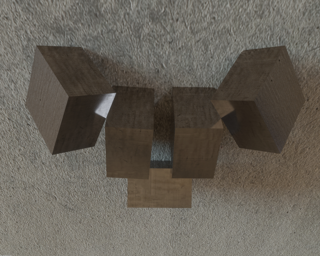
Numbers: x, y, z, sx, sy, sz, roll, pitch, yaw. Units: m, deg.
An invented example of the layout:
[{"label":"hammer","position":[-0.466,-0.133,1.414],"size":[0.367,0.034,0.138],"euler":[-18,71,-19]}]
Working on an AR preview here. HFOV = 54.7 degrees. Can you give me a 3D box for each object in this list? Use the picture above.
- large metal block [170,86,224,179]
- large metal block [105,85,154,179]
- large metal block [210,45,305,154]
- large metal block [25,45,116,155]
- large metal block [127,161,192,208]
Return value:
[{"label":"large metal block","position":[0.040,0.005,0.378],"size":[0.050,0.080,0.079],"euler":[1,130,-1]},{"label":"large metal block","position":[-0.035,0.005,0.376],"size":[0.050,0.080,0.079],"euler":[4,130,-4]},{"label":"large metal block","position":[0.111,-0.031,0.340],"size":[0.050,0.080,0.080],"euler":[6,143,46]},{"label":"large metal block","position":[-0.100,-0.031,0.333],"size":[0.050,0.080,0.079],"euler":[-11,142,-41]},{"label":"large metal block","position":[-0.001,0.075,0.428],"size":[0.081,0.080,0.050],"euler":[1,91,-1]}]
